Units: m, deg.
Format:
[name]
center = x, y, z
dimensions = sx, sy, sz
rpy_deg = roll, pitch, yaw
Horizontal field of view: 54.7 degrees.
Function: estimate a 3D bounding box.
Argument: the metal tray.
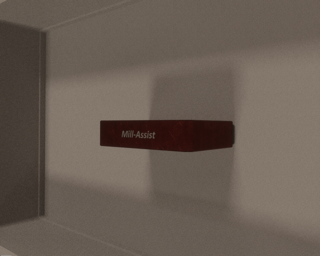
[metal tray]
center = 0.006, 0.007, 0.358
dimensions = 0.130, 0.091, 0.030
rpy_deg = 1, 91, 39
